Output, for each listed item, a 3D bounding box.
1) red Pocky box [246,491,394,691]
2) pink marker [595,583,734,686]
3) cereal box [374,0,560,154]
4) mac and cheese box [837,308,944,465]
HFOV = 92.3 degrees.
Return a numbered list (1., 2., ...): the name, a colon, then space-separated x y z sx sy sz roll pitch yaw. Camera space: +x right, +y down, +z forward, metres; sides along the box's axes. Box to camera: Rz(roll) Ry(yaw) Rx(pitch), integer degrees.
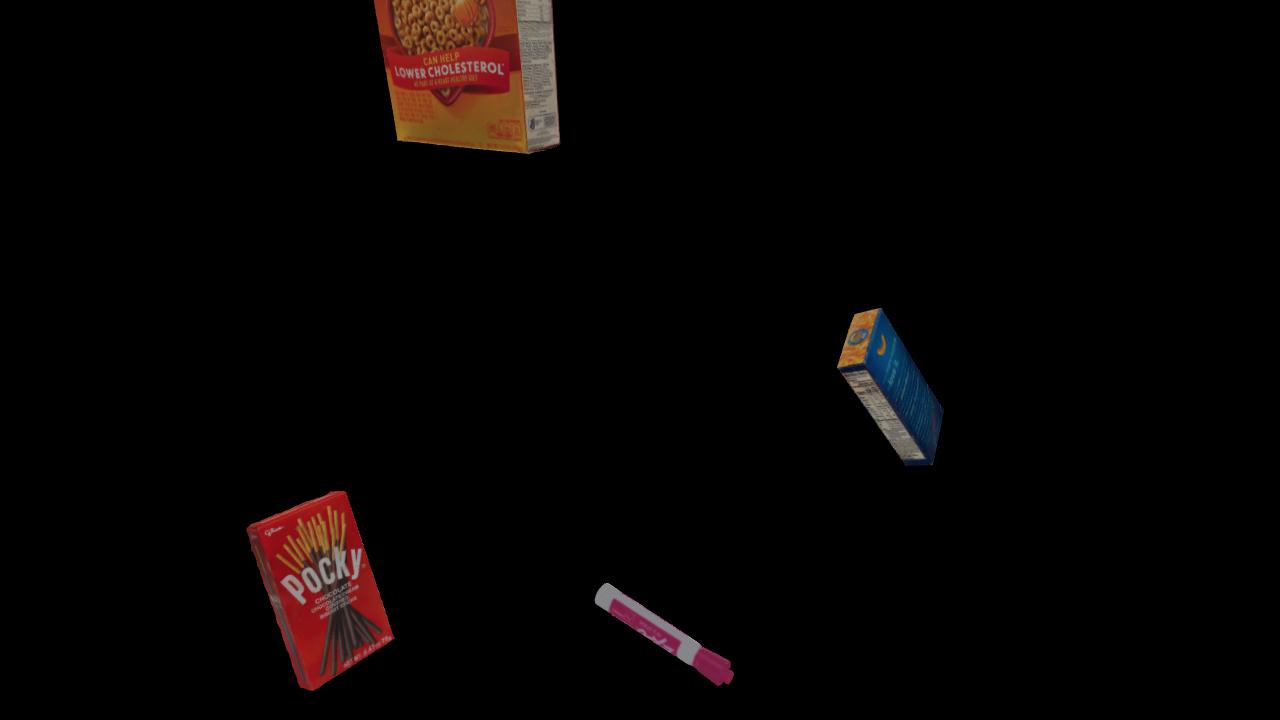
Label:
1. red Pocky box: -0.289 0.207 0.563 0.028 0.155 0.083 -14 5 39
2. pink marker: 0.017 0.209 0.471 0.121 0.020 0.020 21 11 31
3. cereal box: -0.194 -0.391 0.662 0.203 0.306 0.081 15 32 25
4. mac and cheese box: 0.305 0.036 0.738 0.041 0.093 0.184 -13 -53 47
